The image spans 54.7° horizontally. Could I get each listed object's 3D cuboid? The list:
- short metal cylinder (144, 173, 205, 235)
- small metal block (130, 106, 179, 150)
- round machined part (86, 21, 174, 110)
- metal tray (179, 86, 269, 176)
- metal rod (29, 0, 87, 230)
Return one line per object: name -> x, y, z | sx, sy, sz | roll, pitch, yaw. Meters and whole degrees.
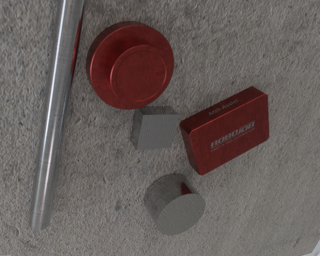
short metal cylinder -> 0.022, 0.116, 0.475 | 0.081, 0.050, 0.079 | -14, 124, -21
small metal block -> -0.008, -0.001, 0.402 | 0.050, 0.025, 0.050 | -2, 120, -28
round machined part -> -0.028, -0.063, 0.342 | 0.099, 0.042, 0.097 | -14, 124, -21
metal tray -> 0.100, 0.005, 0.461 | 0.131, 0.030, 0.090 | -26, 128, -12
metal rod -> -0.115, -0.009, 0.338 | 0.025, 0.025, 0.298 | 3, 117, -30
